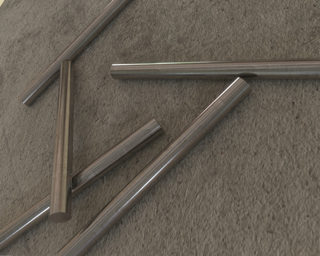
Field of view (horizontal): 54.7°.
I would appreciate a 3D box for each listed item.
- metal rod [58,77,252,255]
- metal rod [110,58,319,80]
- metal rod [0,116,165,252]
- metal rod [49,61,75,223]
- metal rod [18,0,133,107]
[{"bbox_3d":[-0.004,0.051,0.374,0.300,0.025,0.025,-44,51,-3],"label":"metal rod"},{"bbox_3d":[0.057,-0.078,0.421,0.300,0.025,0.025,5,64,30],"label":"metal rod"},{"bbox_3d":[-0.122,0.083,0.416,0.300,0.025,0.025,-36,51,3],"label":"metal rod"},{"bbox_3d":[-0.142,-0.004,0.460,0.025,0.025,0.300,-25,46,13],"label":"metal rod"},{"bbox_3d":[-0.148,-0.158,0.578,0.300,0.025,0.025,-48,51,-6],"label":"metal rod"}]
